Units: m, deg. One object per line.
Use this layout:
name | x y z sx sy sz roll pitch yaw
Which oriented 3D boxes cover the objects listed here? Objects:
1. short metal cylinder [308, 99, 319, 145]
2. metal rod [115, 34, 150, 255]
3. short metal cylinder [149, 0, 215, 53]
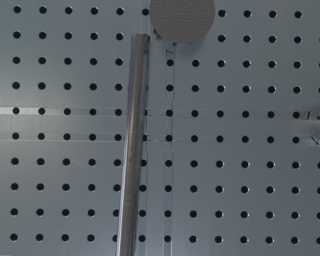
short metal cylinder | 0.245 -0.008 0.403 0.081 0.050 0.079 0 90 0
metal rod | -0.036 0.027 0.413 0.025 0.025 0.298 4 90 0
short metal cylinder | 0.027 -0.142 0.401 0.081 0.050 0.079 0 90 0
